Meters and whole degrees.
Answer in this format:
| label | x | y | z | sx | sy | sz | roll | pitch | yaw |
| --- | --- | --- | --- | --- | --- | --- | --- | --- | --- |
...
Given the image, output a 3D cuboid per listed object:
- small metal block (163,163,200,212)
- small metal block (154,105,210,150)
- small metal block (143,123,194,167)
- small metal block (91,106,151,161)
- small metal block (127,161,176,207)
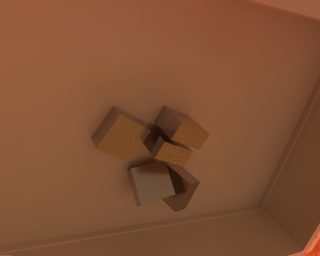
| label | x | y | z | sx | sy | sz | roll | pitch | yaw |
| --- | --- | --- | --- | --- | --- | --- | --- | --- | --- |
| small metal block | 0.023 | 0.085 | 0.454 | 0.025 | 0.050 | 0.050 | 2 | 119 | -51 |
| small metal block | 0.028 | -0.001 | 0.407 | 0.050 | 0.050 | 0.025 | 21 | 107 | -36 |
| small metal block | 0.008 | 0.022 | 0.411 | 0.050 | 0.050 | 0.025 | 22 | 107 | -36 |
| small metal block | -0.048 | 0.008 | 0.387 | 0.050 | 0.025 | 0.050 | 29 | 102 | -38 |
| small metal block | -0.013 | 0.077 | 0.430 | 0.050 | 0.050 | 0.025 | -12 | 165 | -22 |
